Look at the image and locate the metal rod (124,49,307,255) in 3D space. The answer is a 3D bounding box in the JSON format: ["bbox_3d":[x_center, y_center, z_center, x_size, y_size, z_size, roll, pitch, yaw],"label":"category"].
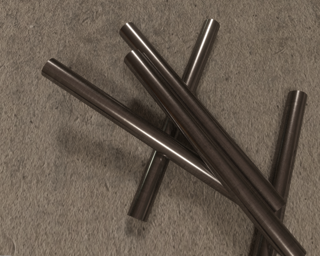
[{"bbox_3d":[0.053,0.022,0.361,0.025,0.025,0.300,-35,75,-12],"label":"metal rod"}]

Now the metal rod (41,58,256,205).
[{"bbox_3d":[-0.008,0.010,0.372,0.301,0.025,0.025,34,73,-1],"label":"metal rod"}]

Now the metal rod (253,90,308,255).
[{"bbox_3d":[0.141,0.088,0.377,0.025,0.025,0.299,18,71,6],"label":"metal rod"}]

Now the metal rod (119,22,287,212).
[{"bbox_3d":[0.044,-0.023,0.389,0.025,0.025,0.300,-35,74,-12],"label":"metal rod"}]

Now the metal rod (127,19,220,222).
[{"bbox_3d":[0.025,-0.024,0.417,0.025,0.025,0.300,20,71,6],"label":"metal rod"}]
